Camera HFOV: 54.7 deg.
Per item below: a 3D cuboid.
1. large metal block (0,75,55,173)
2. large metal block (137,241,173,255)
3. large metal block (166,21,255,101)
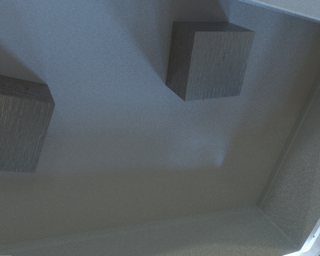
[{"bbox_3d":[-0.158,-0.006,0.303,0.081,0.050,0.079,10,113,-33],"label":"large metal block"},{"bbox_3d":[-0.011,0.262,0.553,0.080,0.050,0.080,-38,130,-3],"label":"large metal block"},{"bbox_3d":[0.058,-0.082,0.375,0.081,0.050,0.079,-8,122,-25],"label":"large metal block"}]
